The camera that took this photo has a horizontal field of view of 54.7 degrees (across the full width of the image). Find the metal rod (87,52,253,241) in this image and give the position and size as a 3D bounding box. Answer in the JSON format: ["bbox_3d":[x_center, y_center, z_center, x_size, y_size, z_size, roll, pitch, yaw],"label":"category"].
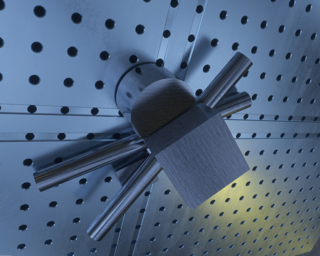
[{"bbox_3d":[0.008,0.028,0.397,0.299,0.025,0.025,-50,129,7],"label":"metal rod"}]

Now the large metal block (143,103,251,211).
[{"bbox_3d":[0.041,0.030,0.350,0.080,0.050,0.080,-34,112,-5],"label":"large metal block"}]

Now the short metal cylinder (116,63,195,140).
[{"bbox_3d":[-0.006,-0.030,0.369,0.081,0.050,0.079,-14,124,-21],"label":"short metal cylinder"}]

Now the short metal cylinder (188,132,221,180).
[{"bbox_3d":[0.056,0.047,0.431,0.050,0.080,0.080,-37,129,-3],"label":"short metal cylinder"}]

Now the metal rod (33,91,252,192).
[{"bbox_3d":[-0.010,0.011,0.408,0.302,0.025,0.025,-21,127,-16],"label":"metal rod"}]

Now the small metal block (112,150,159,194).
[{"bbox_3d":[-0.034,0.059,0.425,0.050,0.025,0.050,-25,128,-13],"label":"small metal block"}]
